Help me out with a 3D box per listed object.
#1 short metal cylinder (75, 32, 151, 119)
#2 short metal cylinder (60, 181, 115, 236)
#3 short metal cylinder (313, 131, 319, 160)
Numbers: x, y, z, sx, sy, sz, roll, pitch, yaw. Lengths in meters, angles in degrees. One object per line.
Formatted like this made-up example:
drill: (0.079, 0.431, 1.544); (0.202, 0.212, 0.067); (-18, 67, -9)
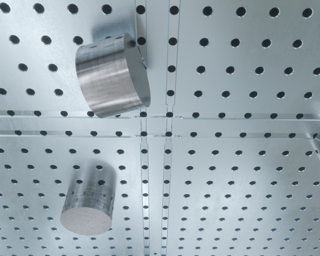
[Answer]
short metal cylinder: (-0.047, -0.054, 0.329); (0.050, 0.080, 0.080); (-14, 129, 11)
short metal cylinder: (-0.116, 0.132, 0.506); (0.081, 0.050, 0.079); (0, 130, 0)
short metal cylinder: (0.262, 0.032, 0.425); (0.081, 0.050, 0.079); (0, 130, 0)
